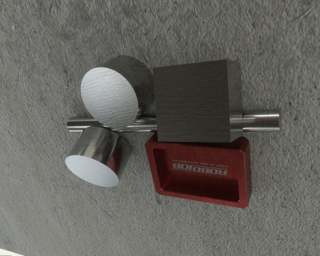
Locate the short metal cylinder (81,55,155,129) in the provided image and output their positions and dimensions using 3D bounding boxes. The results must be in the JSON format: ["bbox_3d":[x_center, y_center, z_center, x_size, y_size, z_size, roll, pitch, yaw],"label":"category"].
[{"bbox_3d":[-0.051,-0.046,0.391,0.080,0.050,0.079,13,123,21],"label":"short metal cylinder"}]

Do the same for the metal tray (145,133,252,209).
[{"bbox_3d":[0.051,0.053,0.410,0.130,0.030,0.089,3,120,26],"label":"metal tray"}]

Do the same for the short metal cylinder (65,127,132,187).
[{"bbox_3d":[-0.088,0.043,0.449,0.080,0.050,0.080,14,144,11],"label":"short metal cylinder"}]

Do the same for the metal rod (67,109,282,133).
[{"bbox_3d":[-0.002,-0.007,0.407,0.300,0.025,0.025,-1,118,28],"label":"metal rod"}]

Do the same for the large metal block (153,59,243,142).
[{"bbox_3d":[0.042,-0.028,0.336,0.080,0.050,0.079,-1,97,28],"label":"large metal block"}]
